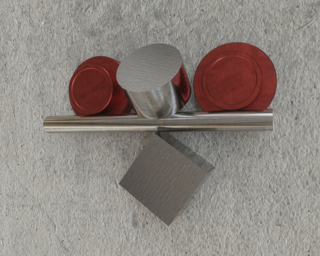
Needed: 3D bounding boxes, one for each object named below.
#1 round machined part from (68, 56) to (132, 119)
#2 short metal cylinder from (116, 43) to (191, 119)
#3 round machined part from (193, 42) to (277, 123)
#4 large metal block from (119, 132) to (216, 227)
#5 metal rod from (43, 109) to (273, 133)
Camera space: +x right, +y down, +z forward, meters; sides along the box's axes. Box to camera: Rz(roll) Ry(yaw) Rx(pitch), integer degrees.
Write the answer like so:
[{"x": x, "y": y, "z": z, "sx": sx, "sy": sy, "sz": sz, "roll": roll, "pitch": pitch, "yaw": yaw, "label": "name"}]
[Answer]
[{"x": -0.086, "y": -0.052, "z": 0.431, "sx": 0.098, "sy": 0.042, "sz": 0.097, "roll": 0, "pitch": 90, "yaw": 20, "label": "round machined part"}, {"x": -0.006, "y": -0.057, "z": 0.379, "sx": 0.080, "sy": 0.050, "sz": 0.080, "roll": -10, "pitch": 52, "yaw": 13, "label": "short metal cylinder"}, {"x": 0.088, "y": -0.054, "z": 0.370, "sx": 0.098, "sy": 0.042, "sz": 0.097, "roll": 0, "pitch": 90, "yaw": 20, "label": "round machined part"}, {"x": 0.010, "y": 0.060, "z": 0.391, "sx": 0.080, "sy": 0.050, "sz": 0.080, "roll": 37, "pitch": 102, "yaw": 16, "label": "large metal block"}, {"x": -0.017, "y": -0.007, "z": 0.393, "sx": 0.301, "sy": 0.025, "sz": 0.025, "roll": -1, "pitch": 90, "yaw": 19, "label": "metal rod"}]
